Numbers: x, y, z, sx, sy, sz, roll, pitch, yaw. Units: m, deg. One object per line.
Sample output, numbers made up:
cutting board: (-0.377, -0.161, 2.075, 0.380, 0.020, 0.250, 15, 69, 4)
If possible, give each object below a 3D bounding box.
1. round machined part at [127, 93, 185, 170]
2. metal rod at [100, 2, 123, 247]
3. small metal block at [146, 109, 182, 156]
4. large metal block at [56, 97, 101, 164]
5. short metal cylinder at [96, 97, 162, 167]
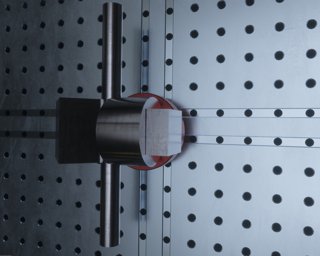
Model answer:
round machined part: (-0.015, 0.004, 0.407, 0.098, 0.042, 0.097, 0, 90, 19)
metal rod: (-0.061, -0.004, 0.389, 0.025, 0.025, 0.298, 1, 90, 19)
small metal block: (0.006, 0.004, 0.352, 0.025, 0.050, 0.050, 1, 91, 20)
large metal block: (-0.111, 0.003, 0.415, 0.050, 0.080, 0.079, 1, 90, -21)
short metal cylinder: (-0.032, 0.004, 0.361, 0.050, 0.080, 0.079, 1, 90, 20)
